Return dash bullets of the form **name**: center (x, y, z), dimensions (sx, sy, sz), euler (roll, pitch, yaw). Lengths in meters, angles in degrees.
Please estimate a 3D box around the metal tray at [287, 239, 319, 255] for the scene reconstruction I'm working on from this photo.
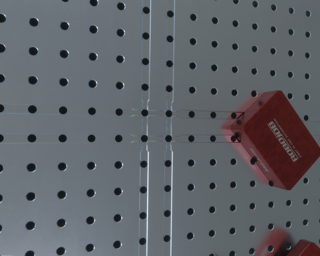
- **metal tray**: center (0.213, 0.247, 0.465), dimensions (0.130, 0.030, 0.090), euler (-44, 85, -10)

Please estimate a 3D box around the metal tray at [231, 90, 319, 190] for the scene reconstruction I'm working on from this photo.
- **metal tray**: center (0.181, 0.019, 0.476), dimensions (0.090, 0.030, 0.130), euler (-43, 104, -15)
